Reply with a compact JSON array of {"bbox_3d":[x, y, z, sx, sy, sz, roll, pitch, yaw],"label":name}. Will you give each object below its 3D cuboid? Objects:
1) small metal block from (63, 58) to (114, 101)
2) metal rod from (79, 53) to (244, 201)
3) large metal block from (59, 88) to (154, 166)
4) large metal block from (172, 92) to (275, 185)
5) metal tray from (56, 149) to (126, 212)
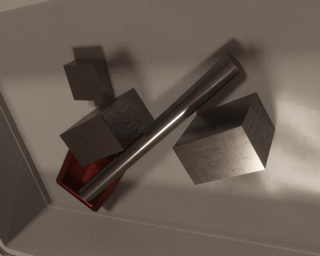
[{"bbox_3d":[-0.095,-0.065,0.417,0.050,0.025,0.050,4,120,26],"label":"small metal block"},{"bbox_3d":[-0.017,0.016,0.400,0.025,0.025,0.299,46,121,-4],"label":"metal rod"},{"bbox_3d":[-0.068,-0.002,0.406,0.080,0.080,0.050,-22,106,36],"label":"large metal block"},{"bbox_3d":[0.073,0.011,0.341,0.080,0.080,0.050,-21,107,35],"label":"large metal block"},{"bbox_3d":[-0.112,0.072,0.506,0.090,0.030,0.129,37,129,3],"label":"metal tray"}]
